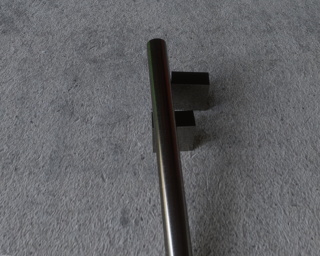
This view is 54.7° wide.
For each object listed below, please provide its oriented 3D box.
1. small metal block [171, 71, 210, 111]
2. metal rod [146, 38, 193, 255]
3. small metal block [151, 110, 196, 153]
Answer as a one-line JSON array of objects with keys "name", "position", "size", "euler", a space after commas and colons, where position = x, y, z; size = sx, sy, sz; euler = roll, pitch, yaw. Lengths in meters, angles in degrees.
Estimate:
[{"name": "small metal block", "position": [0.040, -0.051, 0.430], "size": [0.050, 0.050, 0.025], "euler": [2, 50, 1]}, {"name": "metal rod", "position": [0.009, 0.031, 0.326], "size": [0.025, 0.025, 0.299], "euler": [-4, 66, -4]}, {"name": "small metal block", "position": [0.016, 0.005, 0.383], "size": [0.050, 0.050, 0.025], "euler": [-3, 50, -3]}]
